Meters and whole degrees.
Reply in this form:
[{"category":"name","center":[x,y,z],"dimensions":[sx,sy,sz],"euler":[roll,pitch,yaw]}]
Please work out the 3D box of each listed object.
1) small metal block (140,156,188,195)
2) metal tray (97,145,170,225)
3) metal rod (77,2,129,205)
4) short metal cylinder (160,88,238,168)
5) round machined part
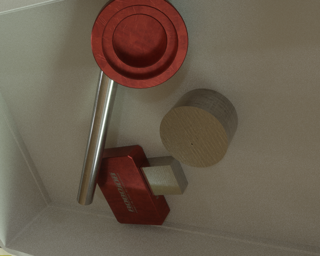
[{"category":"small metal block","center":[0.006,0.069,0.447],"dimensions":[0.050,0.025,0.050],"euler":[-9,114,31]},{"category":"metal tray","center":[-0.049,0.092,0.486],"dimensions":[0.090,0.030,0.129],"euler":[-9,114,32]},{"category":"metal rod","center":[-0.079,-0.013,0.413],"dimensions":[0.025,0.025,0.298],"euler":[24,119,13]},{"category":"short metal cylinder","center":[0.047,0.000,0.367],"dimensions":[0.080,0.050,0.079],"euler":[13,124,20]},{"category":"round machined part","center":[-0.022,-0.095,0.331],"dimensions":[0.099,0.042,0.097],"euler":[-3,121,-5]}]
